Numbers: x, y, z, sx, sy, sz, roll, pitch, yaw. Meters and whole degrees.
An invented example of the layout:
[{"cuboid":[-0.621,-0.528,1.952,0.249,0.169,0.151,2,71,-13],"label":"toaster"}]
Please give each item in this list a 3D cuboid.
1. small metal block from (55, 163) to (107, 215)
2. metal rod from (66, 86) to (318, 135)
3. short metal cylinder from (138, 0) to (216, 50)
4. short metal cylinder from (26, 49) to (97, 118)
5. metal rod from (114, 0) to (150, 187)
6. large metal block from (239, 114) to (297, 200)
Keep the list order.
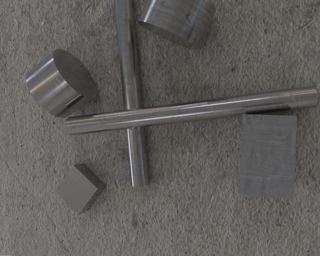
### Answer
[{"cuboid":[-0.115,0.088,0.449,0.050,0.025,0.050,40,102,15],"label":"small metal block"},{"cuboid":[0.027,-0.019,0.380,0.301,0.025,0.025,-6,88,12],"label":"metal rod"},{"cuboid":[0.020,-0.134,0.373,0.080,0.080,0.050,27,99,18],"label":"short metal cylinder"},{"cuboid":[-0.133,-0.061,0.427,0.050,0.080,0.080,-33,80,17],"label":"short metal cylinder"},{"cuboid":[-0.041,-0.072,0.423,0.025,0.025,0.298,-6,88,20],"label":"metal rod"},{"cuboid":[0.118,0.027,0.338,0.050,0.080,0.079,3,91,20],"label":"large metal block"}]
